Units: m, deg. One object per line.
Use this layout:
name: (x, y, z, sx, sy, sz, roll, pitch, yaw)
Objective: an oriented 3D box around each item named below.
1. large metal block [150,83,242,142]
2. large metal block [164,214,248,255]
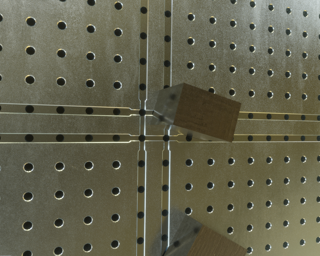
large metal block: (0.043, -0.017, 0.401, 0.081, 0.080, 0.050, 16, 85, -20)
large metal block: (0.058, 0.178, 0.423, 0.080, 0.050, 0.080, 33, 79, -17)
